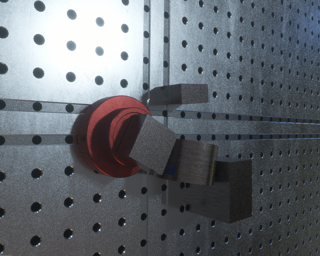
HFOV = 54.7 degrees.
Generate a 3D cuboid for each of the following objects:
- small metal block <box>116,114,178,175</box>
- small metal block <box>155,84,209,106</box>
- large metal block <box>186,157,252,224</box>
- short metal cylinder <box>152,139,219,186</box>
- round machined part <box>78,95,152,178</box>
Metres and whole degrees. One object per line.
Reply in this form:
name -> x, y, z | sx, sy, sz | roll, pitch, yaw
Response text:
small metal block -> -0.013, 0.018, 0.345 | 0.050, 0.025, 0.050 | 35, 68, -35
small metal block -> 0.030, -0.045, 0.420 | 0.050, 0.050, 0.025 | -6, 94, -40
large metal block -> 0.083, 0.084, 0.446 | 0.050, 0.080, 0.079 | 0, 90, -40
short metal cylinder -> 0.033, 0.043, 0.403 | 0.081, 0.080, 0.050 | 14, 82, -40
round machined part -> -0.042, 0.010, 0.365 | 0.099, 0.042, 0.097 | 0, 90, -40
